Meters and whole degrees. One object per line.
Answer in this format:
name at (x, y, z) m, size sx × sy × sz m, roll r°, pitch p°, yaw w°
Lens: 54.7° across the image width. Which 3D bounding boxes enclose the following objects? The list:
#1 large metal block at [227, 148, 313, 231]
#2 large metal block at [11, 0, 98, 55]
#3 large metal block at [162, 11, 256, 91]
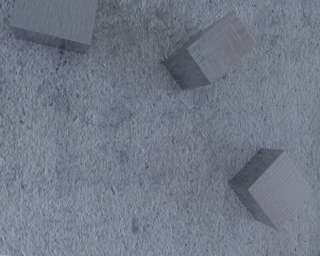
large metal block at (0.162, 0.087, 0.455) m, size 0.080 × 0.050 × 0.080 m, roll -42°, pitch 103°, yaw -15°
large metal block at (-0.116, -0.137, 0.353) m, size 0.081 × 0.050 × 0.080 m, roll 10°, pitch 87°, yaw -20°
large metal block at (0.060, -0.096, 0.402) m, size 0.080 × 0.080 × 0.050 m, roll -41°, pitch 103°, yaw -15°
